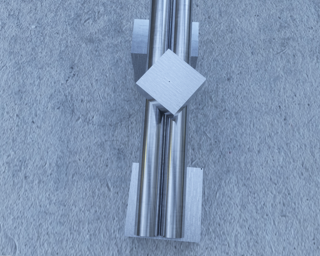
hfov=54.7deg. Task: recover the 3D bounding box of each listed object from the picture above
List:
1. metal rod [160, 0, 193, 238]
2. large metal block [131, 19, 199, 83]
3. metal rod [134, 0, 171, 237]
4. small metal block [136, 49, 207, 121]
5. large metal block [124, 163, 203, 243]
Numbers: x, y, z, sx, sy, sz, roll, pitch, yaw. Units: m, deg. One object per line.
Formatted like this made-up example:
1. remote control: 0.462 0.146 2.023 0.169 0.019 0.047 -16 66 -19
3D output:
1. metal rod: 0.021 -0.036 0.345 0.025 0.025 0.299 3 77 1
2. large metal block: 0.007 -0.098 0.416 0.080 0.080 0.050 3 70 1
3. metal rod: -0.005 -0.037 0.346 0.025 0.025 0.299 3 77 1
4. small metal block: 0.011 -0.045 0.322 0.050 0.025 0.050 41 80 7
5. large metal block: 0.006 0.088 0.363 0.080 0.050 0.080 5 70 1
